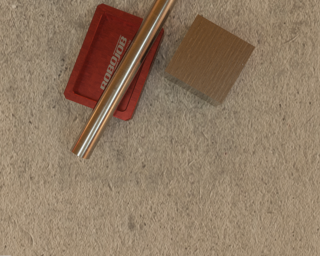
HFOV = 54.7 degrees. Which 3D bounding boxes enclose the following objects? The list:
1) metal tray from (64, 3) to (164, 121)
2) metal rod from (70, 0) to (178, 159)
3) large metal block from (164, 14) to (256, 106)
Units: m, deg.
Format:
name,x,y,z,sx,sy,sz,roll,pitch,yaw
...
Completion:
name,x,y,z,sx,sy,sz,roll,pitch,yaw
metal tray,-0.058,-0.084,0.406,0.090,0.030,0.129,21,90,-1
metal rod,-0.025,-0.098,0.379,0.025,0.025,0.299,29,90,-1
large metal block,0.060,-0.083,0.398,0.080,0.050,0.080,30,90,-1
